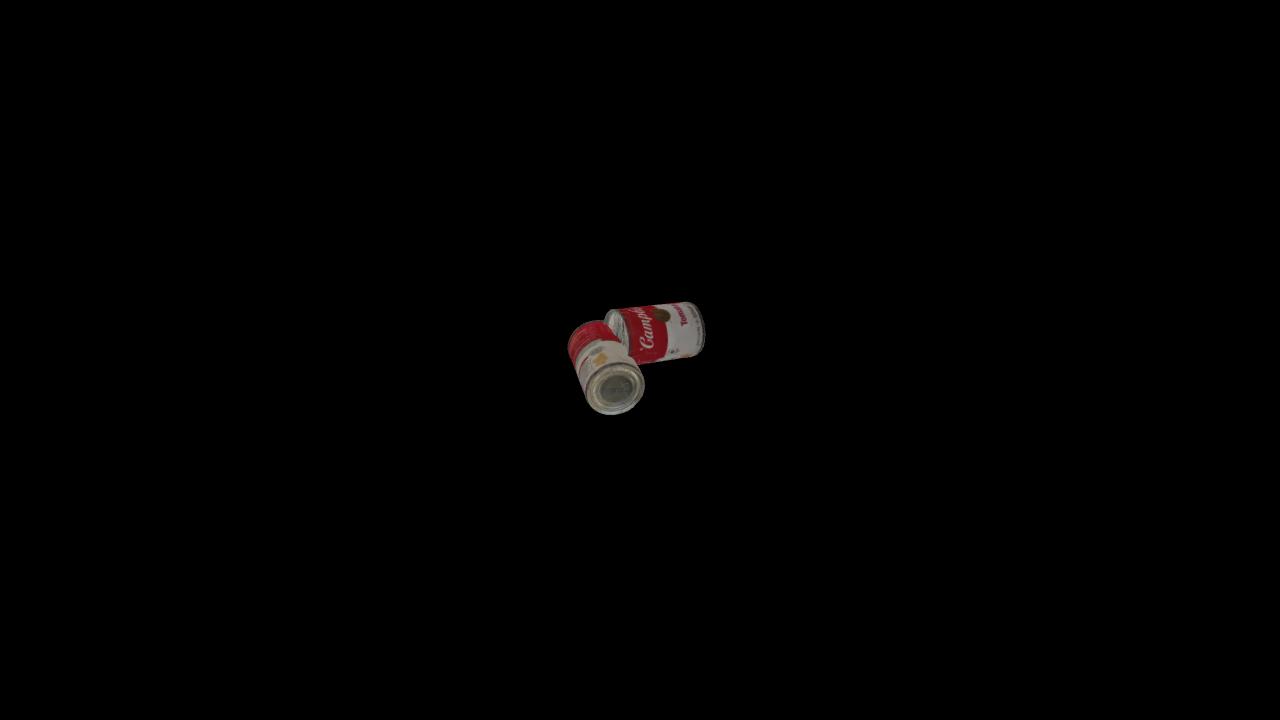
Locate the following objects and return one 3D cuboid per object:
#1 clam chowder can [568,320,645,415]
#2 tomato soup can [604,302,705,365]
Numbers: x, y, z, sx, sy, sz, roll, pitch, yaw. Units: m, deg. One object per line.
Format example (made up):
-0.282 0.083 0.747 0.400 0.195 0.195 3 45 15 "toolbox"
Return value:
-0.039 0.007 0.692 0.068 0.068 0.102 0 30 -18 "clam chowder can"
0.017 -0.030 0.709 0.101 0.068 0.068 -8 4 -26 "tomato soup can"
